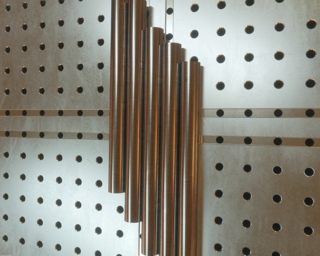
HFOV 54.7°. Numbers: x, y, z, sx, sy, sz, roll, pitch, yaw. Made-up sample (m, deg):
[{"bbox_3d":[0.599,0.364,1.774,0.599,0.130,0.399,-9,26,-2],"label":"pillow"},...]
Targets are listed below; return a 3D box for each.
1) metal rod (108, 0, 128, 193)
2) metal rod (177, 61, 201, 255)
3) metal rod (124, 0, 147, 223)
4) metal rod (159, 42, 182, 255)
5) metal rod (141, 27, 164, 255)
[{"bbox_3d":[-0.057,-0.060,0.431,0.025,0.025,0.298,1,90,19],"label":"metal rod"},{"bbox_3d":[0.037,0.066,0.398,0.025,0.025,0.298,1,90,19],"label":"metal rod"},{"bbox_3d":[-0.033,-0.023,0.422,0.025,0.025,0.298,1,90,19],"label":"metal rod"},{"bbox_3d":[0.013,0.040,0.406,0.025,0.025,0.298,1,90,19],"label":"metal rod"},{"bbox_3d":[-0.010,0.018,0.414,0.025,0.025,0.298,1,90,19],"label":"metal rod"}]
